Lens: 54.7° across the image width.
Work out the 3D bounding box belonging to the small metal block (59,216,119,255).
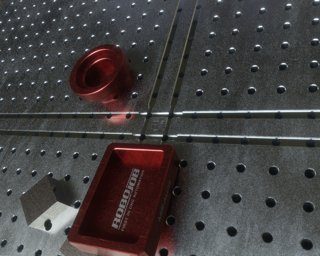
[{"bbox_3d":[-0.082,0.137,0.366,0.050,0.025,0.050,23,74,36],"label":"small metal block"}]

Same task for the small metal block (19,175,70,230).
[{"bbox_3d":[-0.160,0.102,0.427,0.050,0.025,0.050,-40,51,0],"label":"small metal block"}]

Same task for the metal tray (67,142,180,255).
[{"bbox_3d":[-0.037,0.078,0.354,0.090,0.030,0.130,1,51,23],"label":"metal tray"}]

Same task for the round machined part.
[{"bbox_3d":[-0.091,-0.082,0.493,0.098,0.042,0.098,-13,56,20],"label":"round machined part"}]
